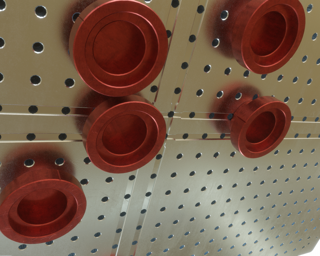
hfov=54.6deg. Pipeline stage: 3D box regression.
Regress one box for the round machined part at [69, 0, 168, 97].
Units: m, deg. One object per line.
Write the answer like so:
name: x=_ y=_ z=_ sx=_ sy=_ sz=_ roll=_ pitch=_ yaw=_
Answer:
round machined part: x=-0.045 y=-0.085 z=0.322 sx=0.099 sy=0.042 sz=0.097 roll=-14 pitch=125 yaw=-21

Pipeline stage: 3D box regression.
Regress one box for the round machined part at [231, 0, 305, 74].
round machined part: x=0.132 y=-0.122 z=0.396 sx=0.099 sy=0.042 sz=0.097 roll=-14 pitch=124 yaw=-21

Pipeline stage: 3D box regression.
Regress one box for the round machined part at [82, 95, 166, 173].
round machined part: x=-0.045 y=0.004 z=0.377 sx=0.099 sy=0.042 sz=0.097 roll=-14 pitch=124 yaw=-21

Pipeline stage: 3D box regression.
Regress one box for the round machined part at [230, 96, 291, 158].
round machined part: x=0.148 y=-0.005 z=0.477 sx=0.099 sy=0.042 sz=0.097 roll=-14 pitch=124 yaw=-21

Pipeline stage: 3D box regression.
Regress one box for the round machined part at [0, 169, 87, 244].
round machined part: x=-0.143 y=0.089 z=0.377 sx=0.099 sy=0.042 sz=0.097 roll=-14 pitch=124 yaw=-21
